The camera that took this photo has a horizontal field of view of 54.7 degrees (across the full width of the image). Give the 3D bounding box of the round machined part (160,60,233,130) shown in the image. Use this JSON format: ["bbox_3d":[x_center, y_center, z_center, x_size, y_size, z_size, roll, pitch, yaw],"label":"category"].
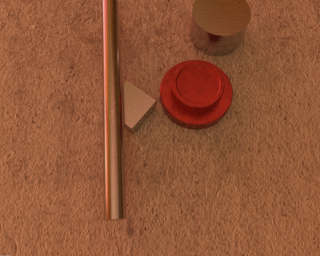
[{"bbox_3d":[0.049,-0.050,0.418,0.099,0.042,0.098,0,70,0],"label":"round machined part"}]

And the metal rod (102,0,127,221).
[{"bbox_3d":[-0.061,-0.038,0.394,0.025,0.025,0.299,-4,70,-2],"label":"metal rod"}]

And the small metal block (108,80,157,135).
[{"bbox_3d":[-0.040,-0.028,0.418,0.050,0.025,0.050,36,74,12],"label":"small metal block"}]

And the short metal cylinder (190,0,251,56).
[{"bbox_3d":[0.085,-0.152,0.451,0.081,0.050,0.080,0,70,0],"label":"short metal cylinder"}]
